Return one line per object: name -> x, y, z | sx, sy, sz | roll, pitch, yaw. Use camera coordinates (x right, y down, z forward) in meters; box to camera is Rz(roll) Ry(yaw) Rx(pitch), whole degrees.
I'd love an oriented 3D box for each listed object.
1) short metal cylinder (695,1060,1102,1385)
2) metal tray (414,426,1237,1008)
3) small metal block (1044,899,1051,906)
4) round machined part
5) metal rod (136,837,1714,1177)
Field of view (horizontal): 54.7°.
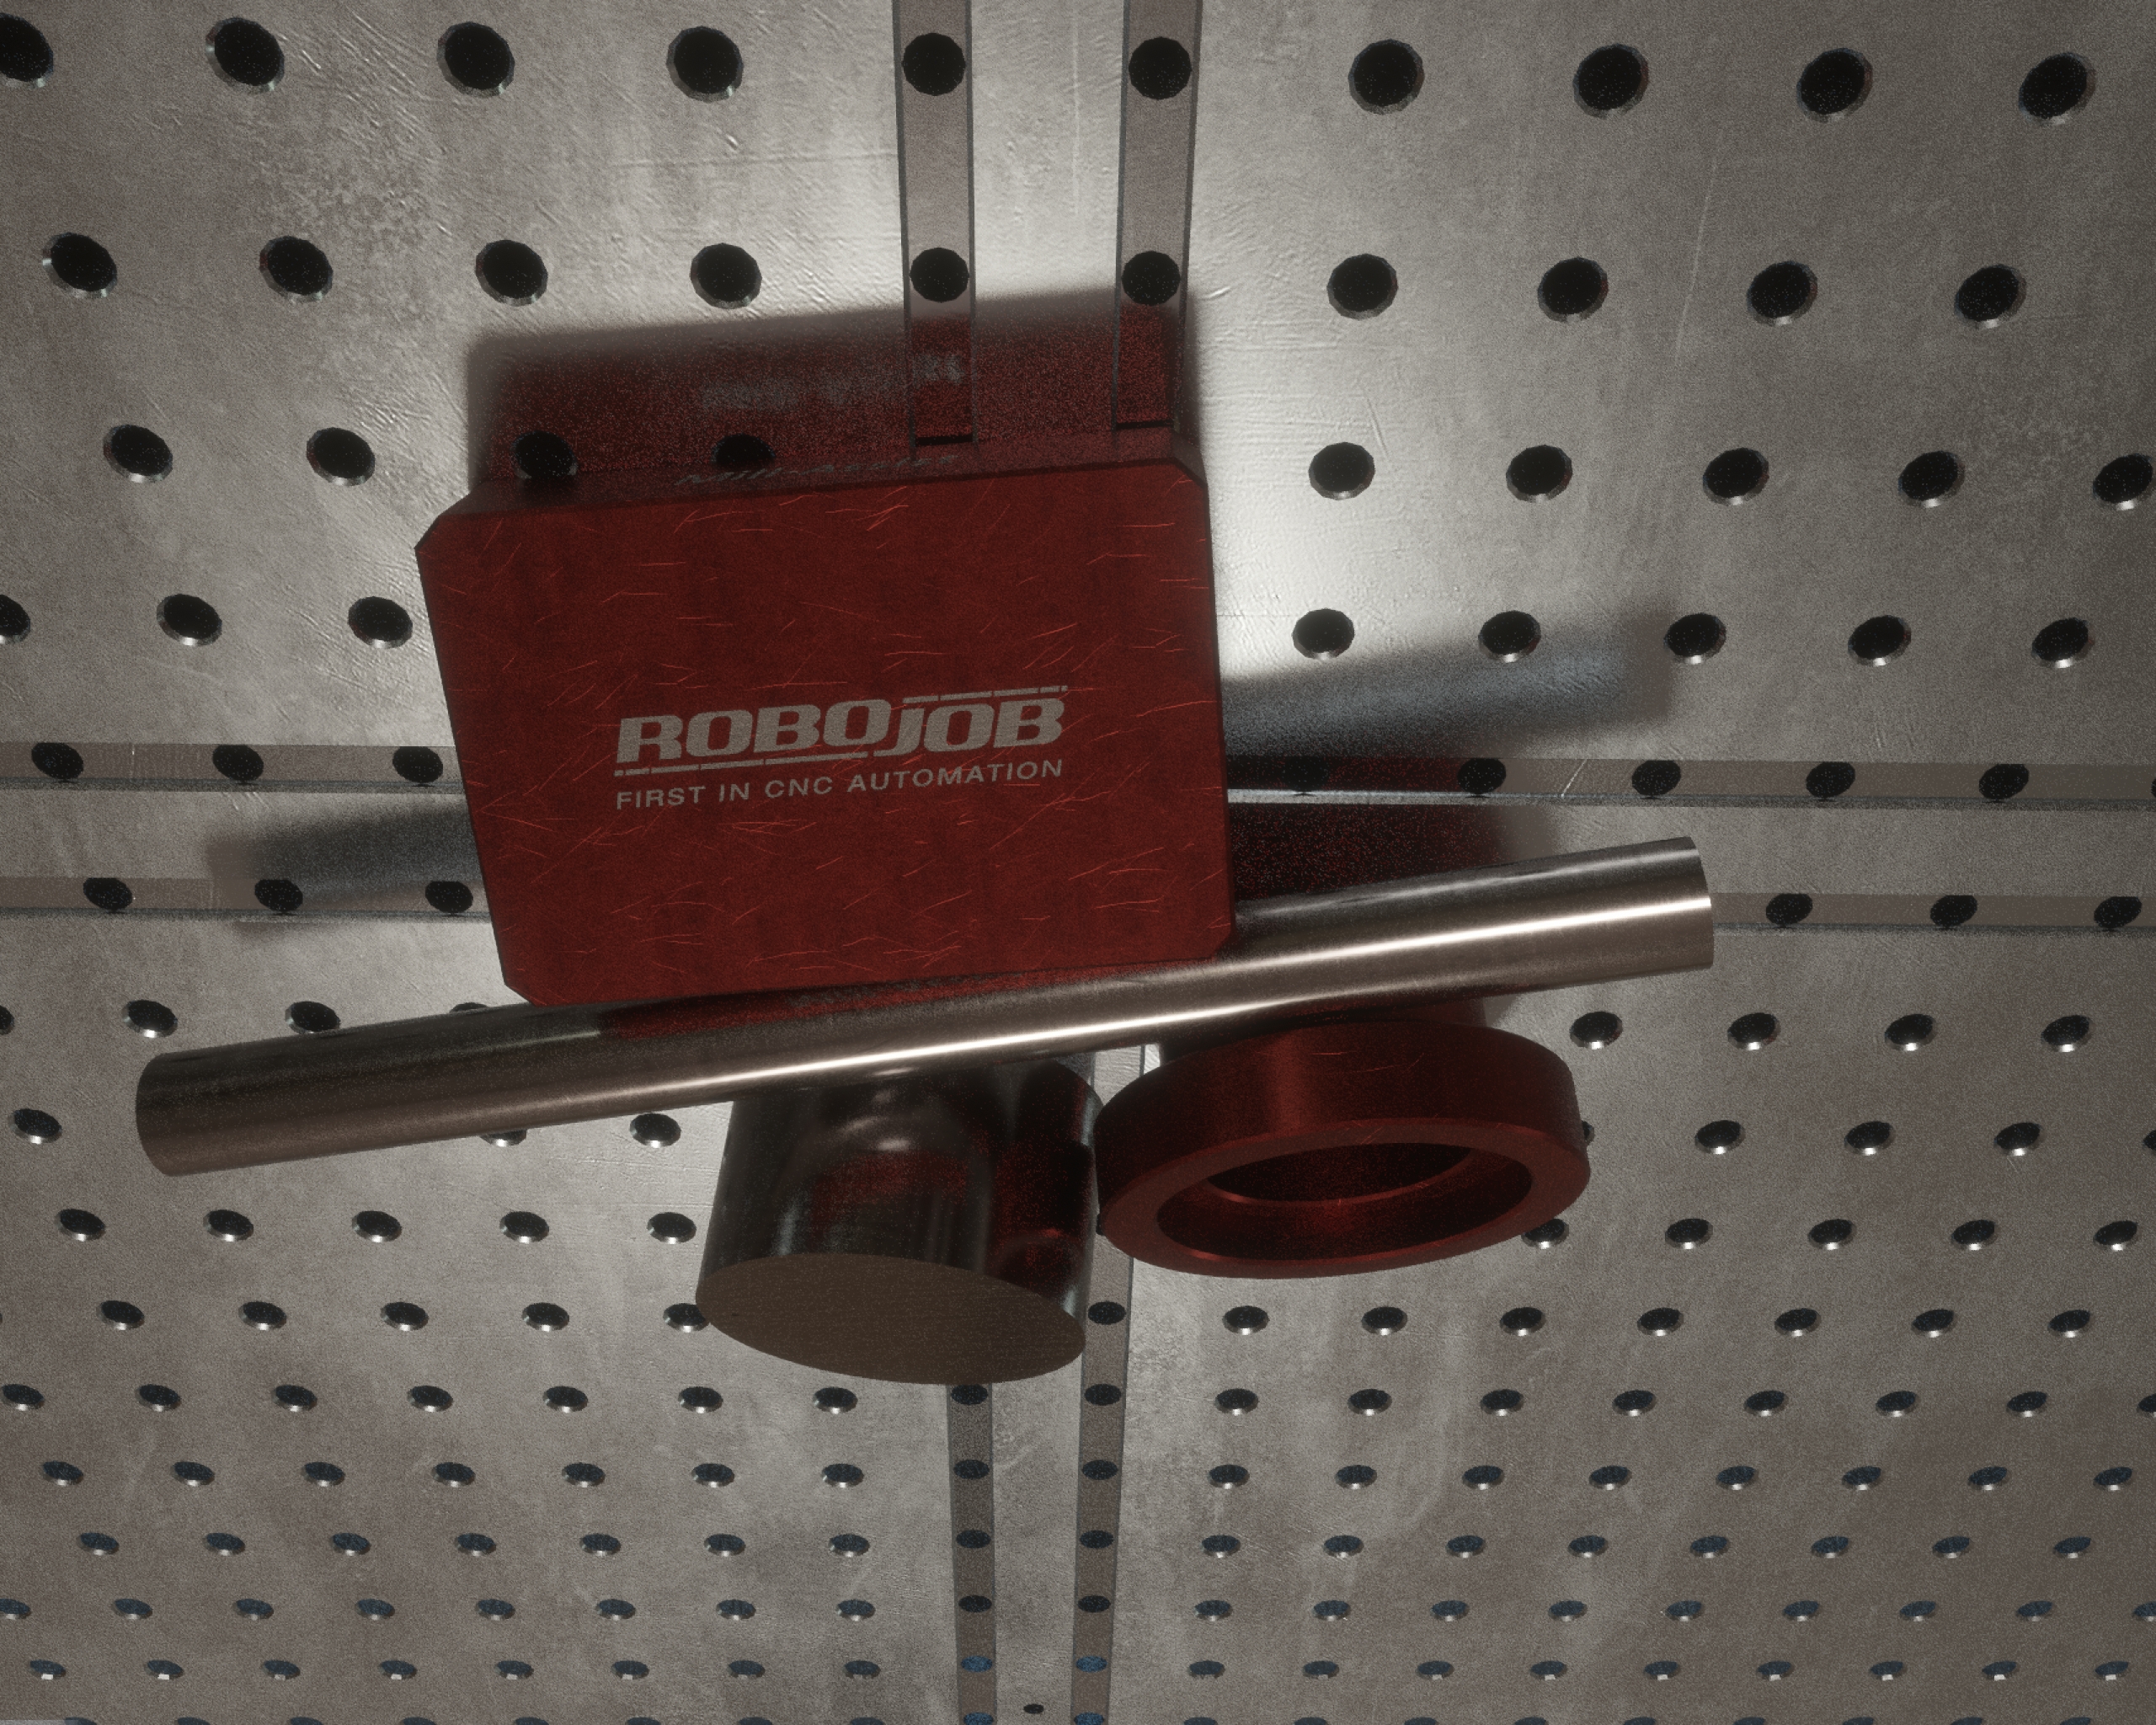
short metal cylinder -> -0.036, 0.074, 0.442 | 0.080, 0.050, 0.080 | 4, 149, 3
metal tray -> -0.040, -0.025, 0.368 | 0.131, 0.030, 0.089 | -4, 112, 2
small metal block -> -0.036, 0.013, 0.433 | 0.050, 0.025, 0.050 | 14, 129, -12
round machined part -> 0.052, 0.051, 0.429 | 0.099, 0.042, 0.098 | -4, 152, -2
metal rod -> -0.033, 0.029, 0.402 | 0.302, 0.025, 0.025 | -8, 130, 6
